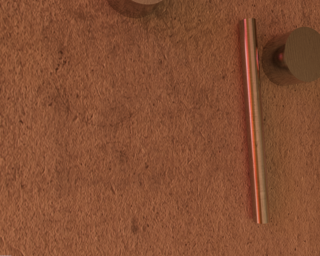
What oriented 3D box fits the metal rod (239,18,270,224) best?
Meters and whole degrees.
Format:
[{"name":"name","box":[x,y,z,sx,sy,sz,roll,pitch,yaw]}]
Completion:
[{"name":"metal rod","box":[0.141,-0.009,0.460,0.025,0.025,0.298,-5,92,-20]}]

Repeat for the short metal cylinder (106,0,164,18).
[{"name":"short metal cylinder","box":[-0.028,-0.185,0.385,0.081,0.050,0.079,0,90,-20]}]

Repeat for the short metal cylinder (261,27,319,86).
[{"name":"short metal cylinder","box":[0.204,-0.107,0.471,0.081,0.050,0.079,0,90,-20]}]
